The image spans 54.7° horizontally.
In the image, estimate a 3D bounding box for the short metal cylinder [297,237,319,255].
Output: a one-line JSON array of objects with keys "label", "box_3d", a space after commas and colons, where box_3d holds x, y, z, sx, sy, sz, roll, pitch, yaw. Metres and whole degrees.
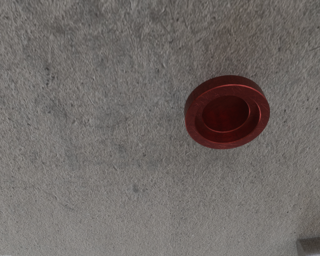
[{"label": "short metal cylinder", "box_3d": [0.300, 0.252, 0.591, 0.050, 0.080, 0.080, -12, 129, 9]}]

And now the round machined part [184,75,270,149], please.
[{"label": "round machined part", "box_3d": [0.078, -0.023, 0.378, 0.099, 0.042, 0.097, -1, 130, 0]}]
